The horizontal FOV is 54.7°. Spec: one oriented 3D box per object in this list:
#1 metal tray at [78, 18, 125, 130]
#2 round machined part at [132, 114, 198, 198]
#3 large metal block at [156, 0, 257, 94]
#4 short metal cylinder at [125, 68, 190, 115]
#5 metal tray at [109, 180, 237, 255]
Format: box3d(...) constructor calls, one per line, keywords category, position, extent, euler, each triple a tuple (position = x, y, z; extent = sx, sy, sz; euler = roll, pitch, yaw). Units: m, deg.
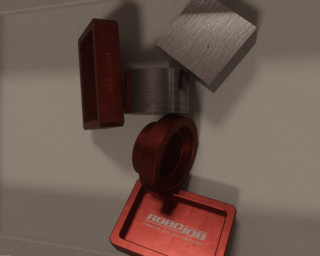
box3d(category="metal tray", position=(-0.080, -0.064, 0.405), extent=(0.090, 0.030, 0.129), euler=(-6, 87, 64))
box3d(category="round machined part", position=(0.004, 0.030, 0.371), extent=(0.042, 0.099, 0.097), euler=(16, 96, 30))
box3d(category="large metal block", position=(0.057, -0.101, 0.372), extent=(0.080, 0.050, 0.080), euler=(41, 96, 15))
box3d(category="short metal cylinder", position=(-0.003, -0.042, 0.382), extent=(0.080, 0.080, 0.050), euler=(0, 90, 19))
box3d(category="metal tray", position=(0.017, 0.121, 0.375), extent=(0.130, 0.030, 0.090), euler=(14, 57, 19))
